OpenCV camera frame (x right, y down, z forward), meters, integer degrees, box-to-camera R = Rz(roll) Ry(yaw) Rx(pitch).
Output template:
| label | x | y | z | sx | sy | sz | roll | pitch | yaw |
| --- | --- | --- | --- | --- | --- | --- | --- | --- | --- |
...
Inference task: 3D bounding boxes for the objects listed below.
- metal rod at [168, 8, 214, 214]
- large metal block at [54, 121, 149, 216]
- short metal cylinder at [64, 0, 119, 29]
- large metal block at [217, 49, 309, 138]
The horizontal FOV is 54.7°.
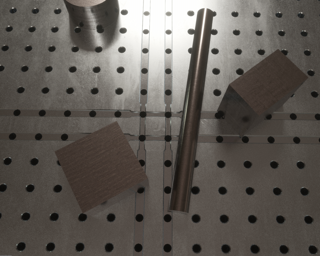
| label | x | y | z | sx | sy | sz | roll | pitch | yaw |
| --- | --- | --- | --- | --- | --- | --- | --- | --- | --- |
| metal rod | 0.046 | -0.037 | 0.425 | 0.025 | 0.025 | 0.299 | 9 | 70 | 3 |
| large metal block | -0.068 | 0.051 | 0.379 | 0.080 | 0.050 | 0.080 | -27 | 73 | -10 |
| short metal cylinder | -0.105 | -0.198 | 0.470 | 0.081 | 0.050 | 0.080 | 0 | 70 | 0 |
| large metal block | 0.127 | -0.042 | 0.399 | 0.080 | 0.080 | 0.050 | -36 | 74 | -12 |
